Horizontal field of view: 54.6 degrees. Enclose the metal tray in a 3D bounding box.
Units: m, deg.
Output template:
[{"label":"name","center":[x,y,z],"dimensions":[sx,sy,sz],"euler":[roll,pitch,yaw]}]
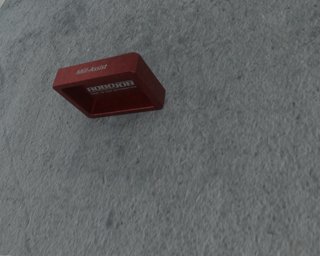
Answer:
[{"label":"metal tray","center":[-0.069,-0.054,0.432],"dimensions":[0.130,0.090,0.030],"euler":[-6,59,25]}]
